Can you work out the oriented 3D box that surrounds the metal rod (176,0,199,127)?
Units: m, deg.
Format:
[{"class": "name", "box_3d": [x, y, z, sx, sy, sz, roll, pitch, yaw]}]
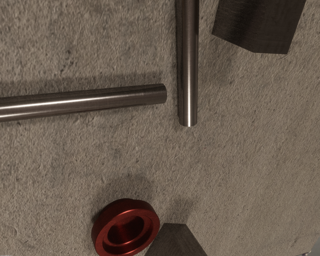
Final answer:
[{"class": "metal rod", "box_3d": [0.031, -0.133, 0.342, 0.025, 0.025, 0.298, -17, 125, -19]}]

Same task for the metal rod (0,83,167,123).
[{"class": "metal rod", "box_3d": [-0.133, -0.022, 0.320, 0.303, 0.025, 0.025, -9, 122, -24]}]

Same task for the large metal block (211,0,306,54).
[{"class": "large metal block", "box_3d": [0.110, -0.135, 0.350, 0.050, 0.080, 0.079, -5, 121, -27]}]

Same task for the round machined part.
[{"class": "round machined part", "box_3d": [-0.053, 0.143, 0.457, 0.099, 0.042, 0.097, -14, 125, -21]}]

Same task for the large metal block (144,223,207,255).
[{"class": "large metal block", "box_3d": [0.026, 0.221, 0.524, 0.050, 0.080, 0.080, 17, 110, -35]}]
